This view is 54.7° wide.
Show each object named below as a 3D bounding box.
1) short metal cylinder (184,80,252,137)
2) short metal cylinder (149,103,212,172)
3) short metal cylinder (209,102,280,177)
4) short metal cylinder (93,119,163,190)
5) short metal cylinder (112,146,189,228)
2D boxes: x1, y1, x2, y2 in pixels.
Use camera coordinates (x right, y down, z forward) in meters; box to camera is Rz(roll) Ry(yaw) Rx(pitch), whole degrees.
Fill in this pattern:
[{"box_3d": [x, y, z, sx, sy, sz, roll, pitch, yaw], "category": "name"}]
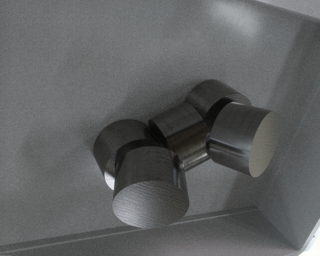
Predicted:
[{"box_3d": [0.077, -0.019, 0.423, 0.081, 0.050, 0.079, -14, 125, -21], "category": "short metal cylinder"}, {"box_3d": [0.026, 0.014, 0.396, 0.050, 0.080, 0.080, -27, 128, -12], "category": "short metal cylinder"}, {"box_3d": [0.103, 0.013, 0.372, 0.081, 0.050, 0.079, -24, 123, -44], "category": "short metal cylinder"}, {"box_3d": [-0.038, 0.036, 0.393, 0.081, 0.050, 0.079, -14, 125, -21], "category": "short metal cylinder"}, {"box_3d": [-0.010, 0.067, 0.344, 0.081, 0.050, 0.079, -2, 129, -2], "category": "short metal cylinder"}]
